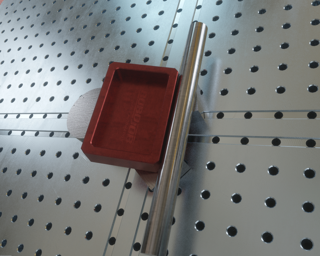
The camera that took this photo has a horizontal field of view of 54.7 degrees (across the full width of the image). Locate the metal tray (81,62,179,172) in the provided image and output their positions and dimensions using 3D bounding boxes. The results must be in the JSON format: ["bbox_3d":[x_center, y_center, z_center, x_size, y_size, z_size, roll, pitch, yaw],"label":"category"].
[{"bbox_3d":[-0.032,-0.017,0.380,0.090,0.030,0.130,8,64,10],"label":"metal tray"}]

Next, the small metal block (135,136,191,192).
[{"bbox_3d":[0.000,0.046,0.378,0.050,0.025,0.050,-43,51,-2],"label":"small metal block"}]

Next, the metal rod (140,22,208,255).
[{"bbox_3d":[0.024,-0.007,0.366,0.025,0.025,0.300,-1,61,27],"label":"metal rod"}]

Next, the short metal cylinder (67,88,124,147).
[{"bbox_3d":[-0.083,-0.010,0.439,0.080,0.050,0.080,-13,56,20],"label":"short metal cylinder"}]

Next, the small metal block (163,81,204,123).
[{"bbox_3d":[0.029,-0.031,0.411,0.050,0.025,0.050,-14,56,20],"label":"small metal block"}]
